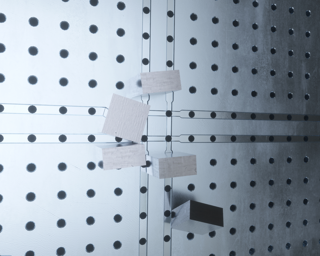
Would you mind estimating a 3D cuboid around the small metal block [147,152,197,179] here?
[{"bbox_3d":[0.014,0.047,0.404,0.050,0.050,0.025,-3,91,-20],"label":"small metal block"}]

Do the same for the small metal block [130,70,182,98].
[{"bbox_3d":[-0.007,-0.056,0.397,0.050,0.050,0.025,-9,93,-20],"label":"small metal block"}]

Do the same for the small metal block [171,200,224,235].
[{"bbox_3d":[0.049,0.121,0.414,0.050,0.050,0.025,18,54,-19],"label":"small metal block"}]

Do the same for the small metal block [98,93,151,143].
[{"bbox_3d":[-0.045,-0.012,0.396,0.050,0.025,0.050,17,84,-19],"label":"small metal block"}]

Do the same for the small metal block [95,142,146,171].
[{"bbox_3d":[-0.049,0.033,0.381,0.050,0.050,0.025,-5,92,-20],"label":"small metal block"}]
